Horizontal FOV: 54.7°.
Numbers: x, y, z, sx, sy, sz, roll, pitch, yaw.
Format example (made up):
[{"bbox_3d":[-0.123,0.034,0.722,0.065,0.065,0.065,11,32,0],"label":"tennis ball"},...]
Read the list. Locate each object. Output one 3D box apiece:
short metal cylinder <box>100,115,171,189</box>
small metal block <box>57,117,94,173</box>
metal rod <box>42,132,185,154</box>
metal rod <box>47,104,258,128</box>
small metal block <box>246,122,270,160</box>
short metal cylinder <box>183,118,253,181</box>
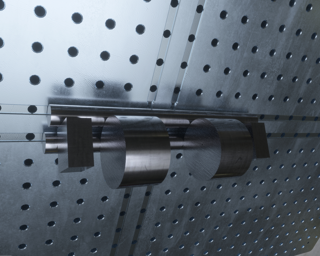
[{"bbox_3d":[-0.030,0.026,0.347,0.050,0.080,0.079,1,118,-29],"label":"short metal cylinder"},{"bbox_3d":[-0.091,0.020,0.329,0.025,0.050,0.050,1,76,-29],"label":"small metal block"},{"bbox_3d":[0.001,0.018,0.423,0.303,0.025,0.025,1,118,-29],"label":"metal rod"},{"bbox_3d":[0.012,-0.012,0.410,0.303,0.025,0.025,1,118,-29],"label":"metal rod"},{"bbox_3d":[0.127,0.022,0.449,0.025,0.050,0.050,1,77,-28],"label":"small metal block"},{"bbox_3d":[0.073,0.027,0.404,0.050,0.080,0.079,1,118,-29],"label":"short metal cylinder"}]
